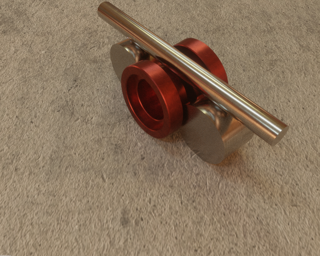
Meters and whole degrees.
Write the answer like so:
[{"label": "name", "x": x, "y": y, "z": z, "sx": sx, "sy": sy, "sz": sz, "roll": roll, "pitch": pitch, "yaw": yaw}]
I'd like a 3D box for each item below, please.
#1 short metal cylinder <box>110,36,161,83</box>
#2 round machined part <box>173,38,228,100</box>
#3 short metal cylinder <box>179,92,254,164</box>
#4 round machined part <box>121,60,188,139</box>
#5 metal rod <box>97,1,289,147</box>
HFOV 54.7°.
[{"label": "short metal cylinder", "x": -0.028, "y": -0.092, "z": 0.445, "sx": 0.050, "sy": 0.080, "sz": 0.080, "roll": -32, "pitch": 57, "yaw": -24}, {"label": "round machined part", "x": 0.040, "y": -0.066, "z": 0.413, "sx": 0.042, "sy": 0.098, "sz": 0.098, "roll": -35, "pitch": 58, "yaw": -20}, {"label": "short metal cylinder", "x": 0.065, "y": -0.004, "z": 0.373, "sx": 0.050, "sy": 0.080, "sz": 0.080, "roll": -32, "pitch": 57, "yaw": -24}, {"label": "round machined part", "x": -0.003, "y": -0.039, "z": 0.389, "sx": 0.042, "sy": 0.097, "sz": 0.098, "roll": -30, "pitch": 56, "yaw": -28}, {"label": "metal rod", "x": 0.018, "y": -0.080, "z": 0.369, "sx": 0.025, "sy": 0.025, "sz": 0.300, "roll": -33, "pitch": 58, "yaw": -25}]
